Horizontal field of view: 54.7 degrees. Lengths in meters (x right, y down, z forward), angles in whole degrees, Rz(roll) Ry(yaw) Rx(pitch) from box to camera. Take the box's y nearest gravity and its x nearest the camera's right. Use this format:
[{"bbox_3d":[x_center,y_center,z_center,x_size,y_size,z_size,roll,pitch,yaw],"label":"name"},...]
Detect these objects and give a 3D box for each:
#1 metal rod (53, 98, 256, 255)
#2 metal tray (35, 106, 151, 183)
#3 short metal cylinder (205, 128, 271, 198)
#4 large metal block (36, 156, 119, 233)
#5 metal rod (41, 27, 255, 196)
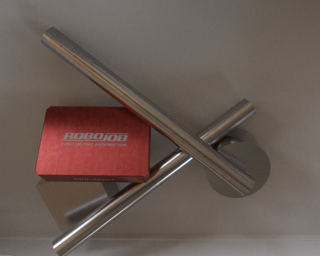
[{"bbox_3d":[-0.005,0.061,0.393,0.301,0.025,0.025,-37,107,-3],"label":"metal rod"},{"bbox_3d":[-0.078,0.020,0.384,0.131,0.030,0.090,1,66,0],"label":"metal tray"},{"bbox_3d":[0.099,0.045,0.414,0.081,0.050,0.079,0,110,-1],"label":"short metal cylinder"},{"bbox_3d":[-0.106,0.088,0.424,0.080,0.050,0.080,-18,109,6],"label":"large metal block"},{"bbox_3d":[-0.014,-0.019,0.371,0.301,0.025,0.025,37,106,0],"label":"metal rod"}]
